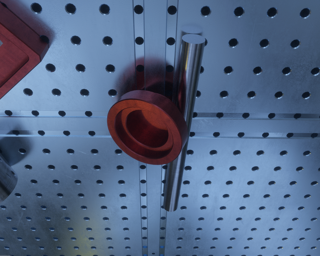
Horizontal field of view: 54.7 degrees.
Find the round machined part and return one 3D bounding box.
[{"bbox_3d":[-0.012,-0.004,0.382,0.098,0.042,0.097,14,131,18],"label":"round machined part"}]

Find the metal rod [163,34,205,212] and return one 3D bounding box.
[{"bbox_3d":[0.027,0.018,0.427,0.025,0.025,0.298,2,130,-3],"label":"metal rod"}]

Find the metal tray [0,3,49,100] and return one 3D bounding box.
[{"bbox_3d":[-0.201,-0.076,0.340,0.130,0.030,0.090,-32,124,24],"label":"metal tray"}]

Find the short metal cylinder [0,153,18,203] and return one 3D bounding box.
[{"bbox_3d":[-0.251,0.071,0.432,0.080,0.080,0.050,-10,130,8],"label":"short metal cylinder"}]
